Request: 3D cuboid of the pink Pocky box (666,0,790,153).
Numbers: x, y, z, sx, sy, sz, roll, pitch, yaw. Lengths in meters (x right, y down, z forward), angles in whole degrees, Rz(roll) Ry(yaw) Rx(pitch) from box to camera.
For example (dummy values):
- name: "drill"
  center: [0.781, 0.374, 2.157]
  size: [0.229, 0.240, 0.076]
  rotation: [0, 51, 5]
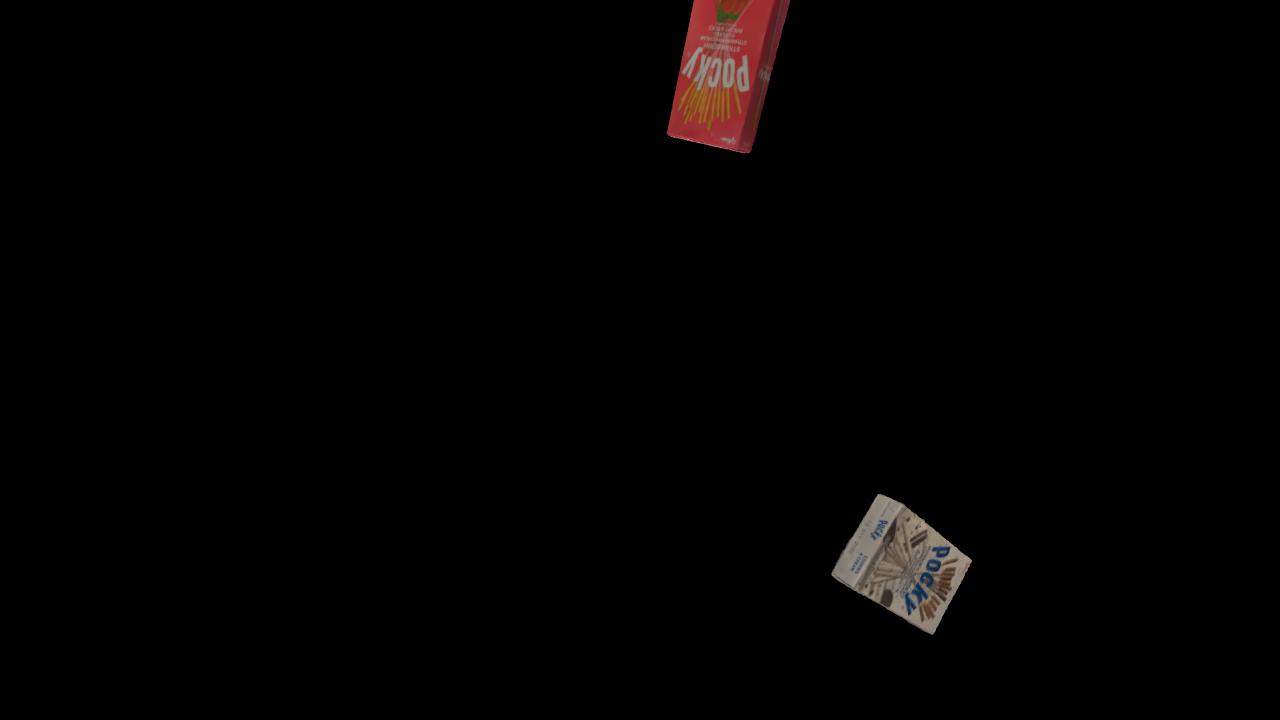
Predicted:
- name: "pink Pocky box"
  center: [0.079, -0.274, 0.555]
  size: [0.084, 0.155, 0.029]
  rotation: [26, 25, 32]

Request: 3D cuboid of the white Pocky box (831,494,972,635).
- name: "white Pocky box"
  center: [0.238, 0.186, 0.552]
  size: [0.154, 0.084, 0.028]
  rotation: [36, -7, -33]
